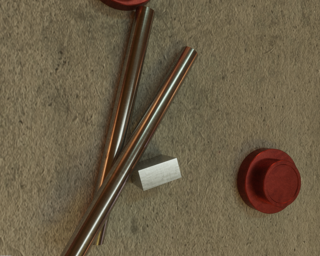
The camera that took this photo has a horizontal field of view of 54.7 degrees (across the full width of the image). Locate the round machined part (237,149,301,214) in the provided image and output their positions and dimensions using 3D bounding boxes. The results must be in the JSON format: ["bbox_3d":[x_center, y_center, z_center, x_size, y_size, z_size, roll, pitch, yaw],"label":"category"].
[{"bbox_3d":[0.169,0.080,0.463,0.099,0.042,0.097,0,90,-20],"label":"round machined part"}]

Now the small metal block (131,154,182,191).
[{"bbox_3d":[-0.008,0.055,0.393,0.050,0.050,0.025,-16,96,-19],"label":"small metal block"}]

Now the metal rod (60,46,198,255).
[{"bbox_3d":[-0.029,0.021,0.377,0.025,0.025,0.300,35,71,-17],"label":"metal rod"}]

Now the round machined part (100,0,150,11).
[{"bbox_3d":[-0.043,-0.202,0.384,0.099,0.042,0.097,0,90,-20],"label":"round machined part"}]

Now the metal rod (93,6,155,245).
[{"bbox_3d":[-0.050,-0.007,0.390,0.025,0.025,0.298,14,85,-20],"label":"metal rod"}]
